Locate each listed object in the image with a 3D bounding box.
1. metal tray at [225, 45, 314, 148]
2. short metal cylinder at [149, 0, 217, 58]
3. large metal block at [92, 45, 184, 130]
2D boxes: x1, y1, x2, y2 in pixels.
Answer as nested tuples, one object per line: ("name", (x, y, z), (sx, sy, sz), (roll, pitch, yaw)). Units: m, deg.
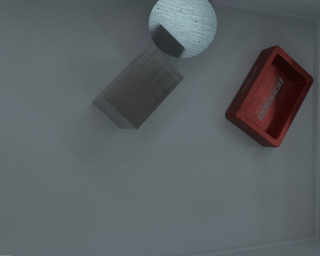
("metal tray", (0.168, -0.047, 0.471), (0.090, 0.030, 0.130), (35, 78, -17))
("short metal cylinder", (0.029, -0.135, 0.387), (0.080, 0.050, 0.079), (3, 125, 4))
("large metal block", (-0.030, -0.045, 0.371), (0.050, 0.080, 0.080), (45, 76, -15))
